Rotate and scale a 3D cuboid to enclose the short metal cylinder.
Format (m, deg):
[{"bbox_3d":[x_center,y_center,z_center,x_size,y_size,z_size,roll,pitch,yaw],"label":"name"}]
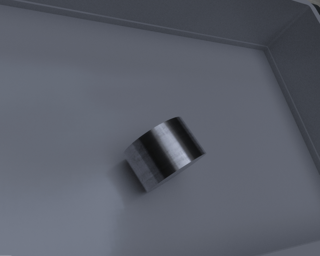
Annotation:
[{"bbox_3d":[0.005,0.031,0.354,0.081,0.080,0.050,-25,76,-37],"label":"short metal cylinder"}]
